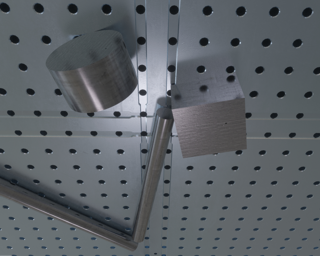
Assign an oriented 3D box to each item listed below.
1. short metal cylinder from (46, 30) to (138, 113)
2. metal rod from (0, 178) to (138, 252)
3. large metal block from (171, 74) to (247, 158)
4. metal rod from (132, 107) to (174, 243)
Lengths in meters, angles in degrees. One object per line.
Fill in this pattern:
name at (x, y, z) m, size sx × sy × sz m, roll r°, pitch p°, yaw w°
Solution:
short metal cylinder at (-0.069, -0.060, 0.323) m, size 0.080 × 0.080 × 0.050 m, roll -12°, pitch 129°, yaw 9°
metal rod at (-0.162, 0.153, 0.540) m, size 0.301 × 0.025 × 0.025 m, roll 34°, pitch 122°, yaw -26°
large metal block at (0.061, -0.013, 0.385) m, size 0.080 × 0.050 × 0.080 m, roll -9°, pitch 130°, yaw 7°
metal rod at (-0.017, 0.093, 0.490) m, size 0.025 × 0.025 × 0.298 m, roll 7°, pitch 130°, yaw -6°
